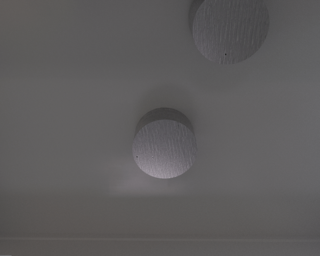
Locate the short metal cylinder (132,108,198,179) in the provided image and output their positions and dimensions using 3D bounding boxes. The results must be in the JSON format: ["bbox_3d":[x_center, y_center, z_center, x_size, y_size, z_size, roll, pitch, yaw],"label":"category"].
[{"bbox_3d":[0.006,0.019,0.405,0.081,0.050,0.079,0,110,0],"label":"short metal cylinder"}]

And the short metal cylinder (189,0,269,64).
[{"bbox_3d":[0.075,-0.118,0.348,0.080,0.050,0.079,0,120,0],"label":"short metal cylinder"}]
